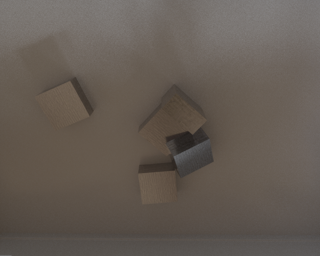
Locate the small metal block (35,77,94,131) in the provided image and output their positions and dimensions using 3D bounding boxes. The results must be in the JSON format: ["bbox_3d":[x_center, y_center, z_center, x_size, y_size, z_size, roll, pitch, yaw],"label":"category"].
[{"bbox_3d":[-0.122,-0.031,0.399,0.050,0.025,0.050,-22,109,8],"label":"small metal block"}]

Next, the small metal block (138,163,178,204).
[{"bbox_3d":[-0.002,0.078,0.440,0.050,0.025,0.050,-5,110,2],"label":"small metal block"}]

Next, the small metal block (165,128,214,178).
[{"bbox_3d":[0.040,0.032,0.407,0.050,0.025,0.050,-26,137,-7],"label":"small metal block"}]

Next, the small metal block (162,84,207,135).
[{"bbox_3d":[0.029,-0.025,0.389,0.050,0.050,0.025,40,105,-13],"label":"small metal block"}]

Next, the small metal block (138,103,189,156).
[{"bbox_3d":[0.007,0.000,0.411,0.050,0.025,0.050,40,105,-13],"label":"small metal block"}]
